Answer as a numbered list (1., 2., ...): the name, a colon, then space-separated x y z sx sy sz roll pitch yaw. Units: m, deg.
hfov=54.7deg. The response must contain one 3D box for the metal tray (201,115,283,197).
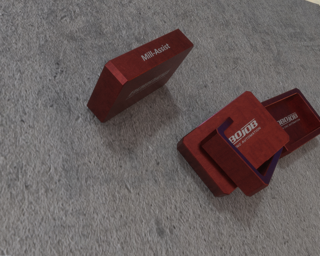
1. metal tray: 0.117 0.024 0.424 0.090 0.030 0.131 48 34 6

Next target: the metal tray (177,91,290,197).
1. metal tray: 0.100 0.019 0.419 0.131 0.030 0.090 -35 81 -21

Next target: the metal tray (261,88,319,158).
1. metal tray: 0.215 -0.011 0.522 0.131 0.030 0.090 -21 73 -36

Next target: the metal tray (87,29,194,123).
1. metal tray: -0.023 -0.066 0.389 0.030 0.090 0.131 48 51 5
